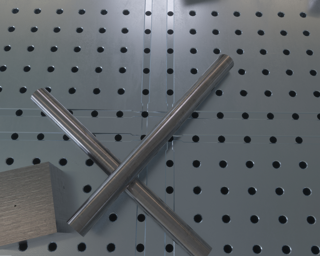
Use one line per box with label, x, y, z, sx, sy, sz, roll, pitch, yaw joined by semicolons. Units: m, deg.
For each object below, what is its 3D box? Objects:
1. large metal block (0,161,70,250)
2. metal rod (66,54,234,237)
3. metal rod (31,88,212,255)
large metal block;-0.158;0.092;0.364;0.081;0.050;0.080;-12;71;-5
metal rod;0.002;0.006;0.390;0.025;0.025;0.301;37;67;12
metal rod;-0.057;0.051;0.392;0.300;0.025;0.025;41;75;13
